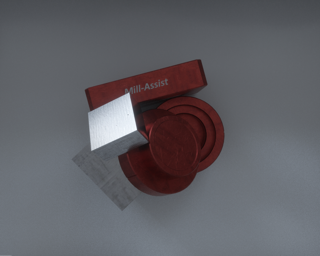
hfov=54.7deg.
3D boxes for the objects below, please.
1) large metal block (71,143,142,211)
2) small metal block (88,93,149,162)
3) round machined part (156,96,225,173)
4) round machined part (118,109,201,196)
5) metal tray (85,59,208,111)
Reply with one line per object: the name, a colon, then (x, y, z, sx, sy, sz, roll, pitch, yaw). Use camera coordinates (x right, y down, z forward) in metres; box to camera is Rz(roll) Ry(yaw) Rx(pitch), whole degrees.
large metal block: (-0.052, 0.046, 0.382, 0.050, 0.080, 0.080, -44, 91, 0)
small metal block: (-0.044, -0.001, 0.317, 0.050, 0.025, 0.050, -24, 51, 12)
round machined part: (0.031, 0.009, 0.403, 0.099, 0.042, 0.097, 0, 90, -1)
round machined part: (0.006, 0.024, 0.344, 0.099, 0.042, 0.098, 14, 65, -31)
metal tray: (-0.015, -0.045, 0.377, 0.131, 0.090, 0.030, -15, 91, -1)
